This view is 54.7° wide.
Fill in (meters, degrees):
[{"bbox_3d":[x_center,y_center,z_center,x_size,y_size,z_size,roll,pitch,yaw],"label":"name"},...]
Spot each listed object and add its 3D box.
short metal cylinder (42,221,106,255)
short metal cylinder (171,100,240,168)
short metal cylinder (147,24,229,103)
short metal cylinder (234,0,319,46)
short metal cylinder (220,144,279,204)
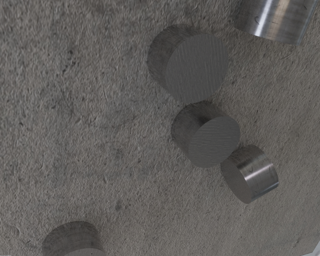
[{"bbox_3d":[-0.120,0.179,0.436,0.081,0.050,0.079,-14,124,-21],"label":"short metal cylinder"},{"bbox_3d":[0.063,0.008,0.430,0.081,0.050,0.079,-14,124,-21],"label":"short metal cylinder"},{"bbox_3d":[0.032,-0.075,0.361,0.081,0.050,0.079,-14,124,-21],"label":"short metal cylinder"},{"bbox_3d":[0.134,-0.133,0.362,0.081,0.080,0.050,0,119,-29],"label":"short metal cylinder"},{"bbox_3d":[0.140,0.073,0.493,0.050,0.080,0.080,-25,128,-13],"label":"short metal cylinder"}]
